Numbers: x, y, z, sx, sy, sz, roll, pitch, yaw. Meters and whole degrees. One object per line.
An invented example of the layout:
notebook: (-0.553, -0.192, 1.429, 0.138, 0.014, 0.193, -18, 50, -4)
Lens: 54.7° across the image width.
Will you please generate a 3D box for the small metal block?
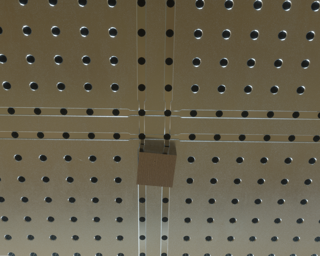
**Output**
small metal block: (-0.005, 0.053, 0.433, 0.050, 0.025, 0.050, 6, 110, -3)
